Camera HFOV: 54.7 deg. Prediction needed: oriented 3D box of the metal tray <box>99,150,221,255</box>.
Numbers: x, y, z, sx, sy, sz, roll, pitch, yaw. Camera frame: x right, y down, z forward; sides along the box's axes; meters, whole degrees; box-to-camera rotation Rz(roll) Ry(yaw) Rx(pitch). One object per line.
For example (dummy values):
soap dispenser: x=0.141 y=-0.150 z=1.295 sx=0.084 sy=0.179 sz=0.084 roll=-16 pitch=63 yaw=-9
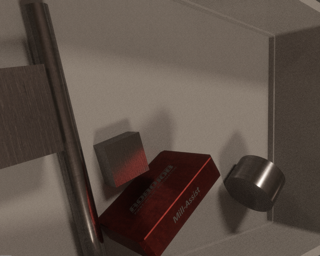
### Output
metal tray: x=0.000 y=0.081 z=0.365 sx=0.131 sy=0.090 sz=0.030 roll=-45 pitch=117 yaw=-31

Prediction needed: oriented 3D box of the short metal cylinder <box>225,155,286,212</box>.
short metal cylinder: x=0.154 y=0.090 z=0.504 sx=0.050 sy=0.080 sz=0.080 roll=-48 pitch=119 yaw=-29

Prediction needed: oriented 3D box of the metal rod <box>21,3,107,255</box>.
metal rod: x=-0.095 y=0.025 z=0.328 sx=0.025 sy=0.025 sz=0.298 roll=-19 pitch=102 yaw=-39

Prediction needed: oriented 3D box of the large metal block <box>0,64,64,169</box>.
large metal block: x=-0.141 y=-0.009 z=0.273 sx=0.081 sy=0.050 sz=0.079 roll=-17 pitch=101 yaw=-39

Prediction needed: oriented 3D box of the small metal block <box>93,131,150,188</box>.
small metal block: x=-0.045 y=0.036 z=0.370 sx=0.050 sy=0.025 sz=0.050 roll=-24 pitch=105 yaw=-38
